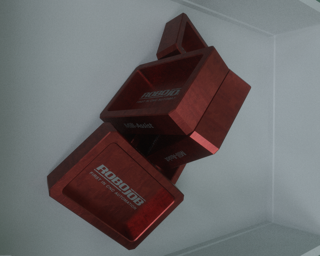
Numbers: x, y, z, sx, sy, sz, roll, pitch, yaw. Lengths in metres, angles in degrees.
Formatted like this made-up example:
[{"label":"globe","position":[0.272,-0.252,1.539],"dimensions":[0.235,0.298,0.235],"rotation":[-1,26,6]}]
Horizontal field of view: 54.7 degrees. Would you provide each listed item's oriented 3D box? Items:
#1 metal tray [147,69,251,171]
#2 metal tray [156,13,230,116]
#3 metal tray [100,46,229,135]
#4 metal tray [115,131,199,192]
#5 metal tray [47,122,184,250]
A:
[{"label":"metal tray","position":[0.039,-0.003,0.355],"dimensions":[0.030,0.130,0.090],"rotation":[37,65,-9]},{"label":"metal tray","position":[0.052,-0.081,0.424],"dimensions":[0.130,0.030,0.090],"rotation":[46,37,-30]},{"label":"metal tray","position":[0.000,-0.037,0.336],"dimensions":[0.030,0.130,0.090],"rotation":[48,62,-29]},{"label":"metal tray","position":[0.008,0.007,0.409],"dimensions":[0.090,0.030,0.130],"rotation":[47,62,-30]},{"label":"metal tray","position":[-0.044,0.068,0.343],"dimensions":[0.090,0.030,0.130],"rotation":[-45,120,-4]}]
